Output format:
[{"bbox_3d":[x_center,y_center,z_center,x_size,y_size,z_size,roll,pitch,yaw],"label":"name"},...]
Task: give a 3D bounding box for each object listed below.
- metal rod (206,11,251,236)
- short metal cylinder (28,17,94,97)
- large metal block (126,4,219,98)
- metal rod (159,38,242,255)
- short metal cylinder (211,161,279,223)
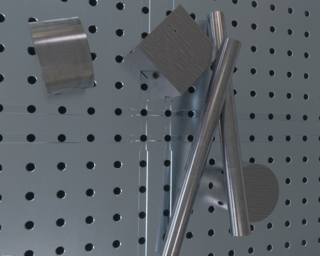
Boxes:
[{"bbox_3d":[0.090,-0.014,0.413,0.025,0.025,0.299,0,78,-20],"label":"metal rod"},{"bbox_3d":[-0.109,-0.079,0.343,0.050,0.080,0.080,-15,95,-19],"label":"short metal cylinder"},{"bbox_3d":[0.018,-0.097,0.406,0.080,0.050,0.080,46,76,-15],"label":"large metal block"},{"bbox_3d":[0.051,0.033,0.404,0.025,0.025,0.298,14,96,-20],"label":"metal rod"},{"bbox_3d":[0.121,0.088,0.444,0.081,0.050,0.079,0,90,-20],"label":"short metal cylinder"}]
